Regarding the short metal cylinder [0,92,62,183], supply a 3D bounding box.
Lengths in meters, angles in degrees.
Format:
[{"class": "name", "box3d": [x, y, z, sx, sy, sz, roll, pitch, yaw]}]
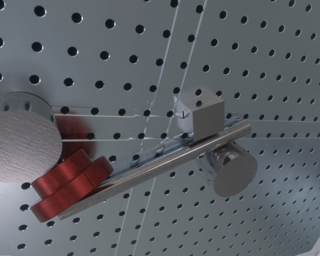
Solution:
[{"class": "short metal cylinder", "box3d": [-0.145, 0.009, 0.317, 0.081, 0.050, 0.079, -11, 119, -20]}]

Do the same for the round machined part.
[{"class": "round machined part", "box3d": [-0.106, 0.060, 0.356, 0.098, 0.098, 0.042, -35, 94, -5]}]

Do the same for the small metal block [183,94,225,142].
[{"class": "small metal block", "box3d": [0.062, -0.015, 0.436, 0.050, 0.025, 0.050, -19, 126, -17]}]

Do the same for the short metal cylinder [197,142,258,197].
[{"class": "short metal cylinder", "box3d": [0.106, 0.063, 0.492, 0.081, 0.050, 0.079, -14, 124, -21]}]

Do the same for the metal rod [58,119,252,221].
[{"class": "metal rod", "box3d": [0.000, 0.053, 0.444, 0.302, 0.025, 0.025, -23, 127, -15]}]
